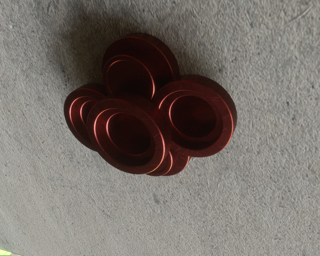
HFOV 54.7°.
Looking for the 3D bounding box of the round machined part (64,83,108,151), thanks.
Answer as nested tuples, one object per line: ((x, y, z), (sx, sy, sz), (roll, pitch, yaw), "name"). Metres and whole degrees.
((-0.079, -0.017, 0.427), (0.098, 0.042, 0.097), (13, 124, 20), "round machined part")

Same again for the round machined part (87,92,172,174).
((-0.031, 0.002, 0.359), (0.098, 0.042, 0.097), (13, 124, 20), "round machined part")

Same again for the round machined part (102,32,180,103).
((-0.029, -0.061, 0.373), (0.098, 0.042, 0.097), (13, 124, 20), "round machined part")

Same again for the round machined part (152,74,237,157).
((0.042, -0.017, 0.364), (0.098, 0.042, 0.097), (13, 124, 20), "round machined part")

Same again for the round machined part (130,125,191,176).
((-0.007, 0.026, 0.415), (0.098, 0.042, 0.097), (13, 124, 20), "round machined part")
